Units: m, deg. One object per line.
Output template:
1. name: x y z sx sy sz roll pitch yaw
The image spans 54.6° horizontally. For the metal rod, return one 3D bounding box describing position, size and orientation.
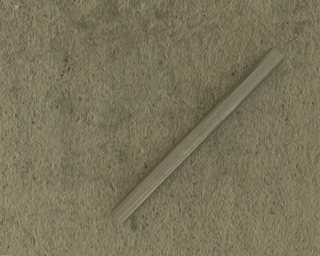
1. metal rod: 0.050 0.010 0.410 0.025 0.025 0.300 44 90 0
